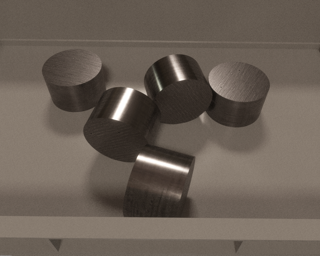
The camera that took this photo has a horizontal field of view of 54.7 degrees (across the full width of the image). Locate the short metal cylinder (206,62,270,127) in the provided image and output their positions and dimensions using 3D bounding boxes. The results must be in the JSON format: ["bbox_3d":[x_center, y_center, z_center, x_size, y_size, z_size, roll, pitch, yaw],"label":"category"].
[{"bbox_3d":[0.105,-0.047,0.430,0.081,0.050,0.080,0,50,0],"label":"short metal cylinder"}]

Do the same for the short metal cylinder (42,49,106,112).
[{"bbox_3d":[-0.121,-0.069,0.445,0.081,0.050,0.080,0,50,0],"label":"short metal cylinder"}]

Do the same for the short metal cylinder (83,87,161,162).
[{"bbox_3d":[-0.044,-0.003,0.371,0.080,0.080,0.050,12,51,9],"label":"short metal cylinder"}]

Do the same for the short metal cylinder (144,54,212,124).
[{"bbox_3d":[0.023,-0.050,0.412,0.081,0.080,0.050,-10,51,-9],"label":"short metal cylinder"}]

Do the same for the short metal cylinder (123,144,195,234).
[{"bbox_3d":[0.001,0.061,0.318,0.050,0.080,0.080,15,52,11],"label":"short metal cylinder"}]
